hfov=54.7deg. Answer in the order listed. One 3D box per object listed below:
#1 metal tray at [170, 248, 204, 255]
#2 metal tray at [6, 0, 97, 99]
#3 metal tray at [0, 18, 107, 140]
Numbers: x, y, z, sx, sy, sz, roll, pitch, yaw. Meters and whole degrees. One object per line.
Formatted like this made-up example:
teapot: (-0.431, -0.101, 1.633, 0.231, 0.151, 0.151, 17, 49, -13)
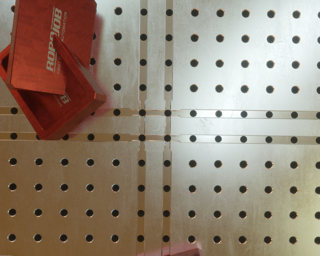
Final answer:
metal tray: (0.006, 0.224, 0.411, 0.131, 0.030, 0.089, -15, 90, -1)
metal tray: (-0.133, -0.107, 0.386, 0.091, 0.030, 0.129, 7, 90, -35)
metal tray: (-0.139, -0.060, 0.388, 0.090, 0.030, 0.130, -38, 79, 10)
